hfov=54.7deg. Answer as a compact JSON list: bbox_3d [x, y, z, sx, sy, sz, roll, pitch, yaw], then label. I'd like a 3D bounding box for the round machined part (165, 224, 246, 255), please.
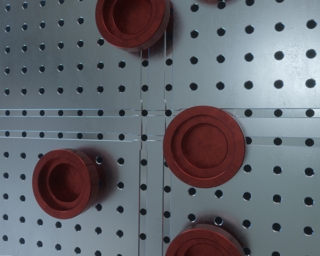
[{"bbox_3d":[0.058,0.167,0.383,0.098,0.042,0.097,0,90,19],"label":"round machined part"}]

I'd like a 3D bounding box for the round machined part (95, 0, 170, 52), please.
[{"bbox_3d":[-0.033,-0.151,0.414,0.098,0.042,0.097,0,90,19],"label":"round machined part"}]

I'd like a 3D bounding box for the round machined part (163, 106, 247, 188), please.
[{"bbox_3d":[0.057,0.022,0.383,0.098,0.042,0.097,0,90,19],"label":"round machined part"}]

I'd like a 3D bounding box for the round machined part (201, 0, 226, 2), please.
[{"bbox_3d":[0.068,-0.211,0.379,0.098,0.042,0.097,0,90,19],"label":"round machined part"}]

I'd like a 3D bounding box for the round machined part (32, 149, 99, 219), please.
[{"bbox_3d":[-0.131,0.078,0.448,0.098,0.042,0.097,0,90,19],"label":"round machined part"}]
